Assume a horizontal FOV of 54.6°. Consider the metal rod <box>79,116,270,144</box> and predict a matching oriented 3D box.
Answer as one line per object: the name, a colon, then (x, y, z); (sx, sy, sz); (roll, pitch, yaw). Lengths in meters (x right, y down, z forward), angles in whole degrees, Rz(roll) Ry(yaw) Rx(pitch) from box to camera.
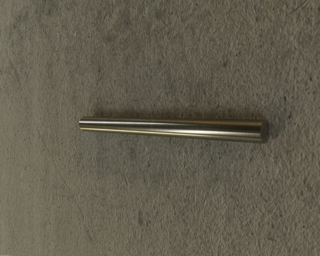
metal rod: (-0.007, -0.002, 0.414); (0.300, 0.025, 0.025); (3, 92, 40)
